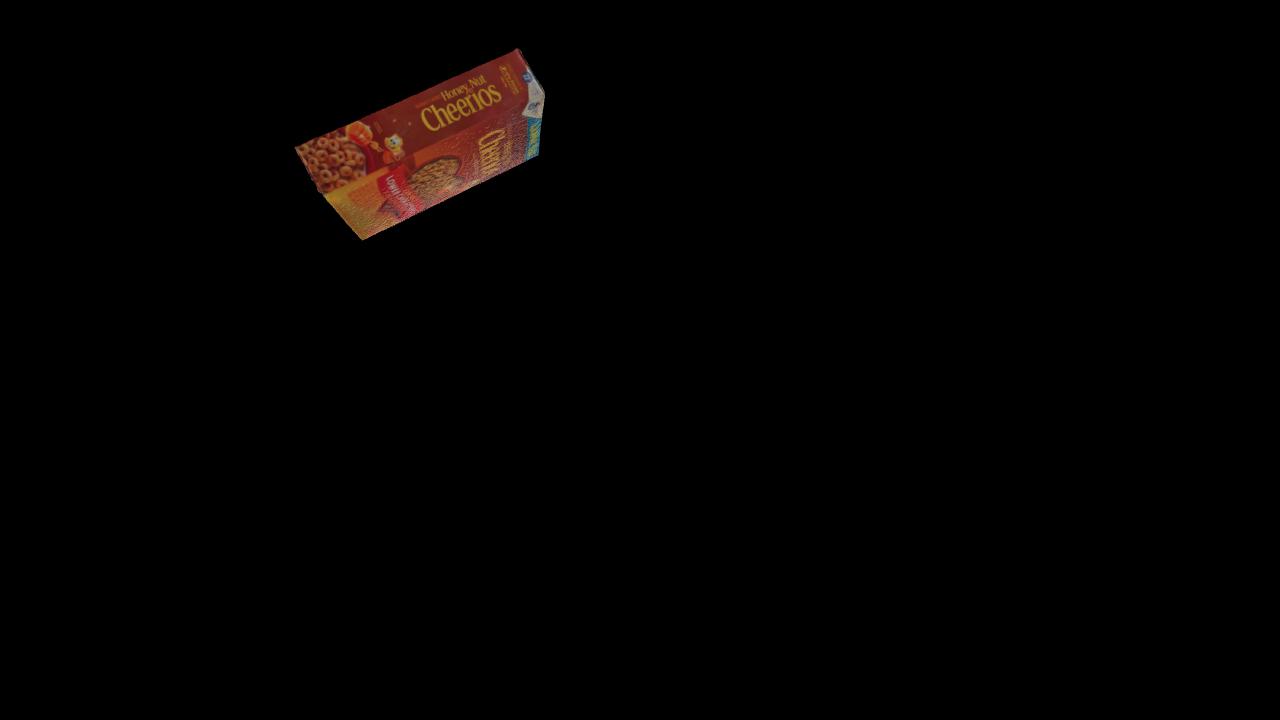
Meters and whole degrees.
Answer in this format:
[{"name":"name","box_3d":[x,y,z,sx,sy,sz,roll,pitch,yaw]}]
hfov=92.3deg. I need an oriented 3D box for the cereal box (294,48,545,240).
[{"name":"cereal box","box_3d":[-0.281,-0.286,0.846,0.306,0.081,0.203,-30,3,-13]}]
